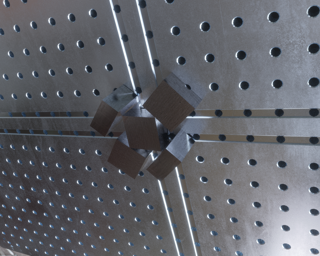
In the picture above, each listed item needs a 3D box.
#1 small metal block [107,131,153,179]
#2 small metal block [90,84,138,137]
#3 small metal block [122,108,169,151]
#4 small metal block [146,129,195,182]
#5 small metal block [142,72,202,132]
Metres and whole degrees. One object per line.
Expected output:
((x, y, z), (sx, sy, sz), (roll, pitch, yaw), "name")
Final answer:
((-0.044, 0.040, 0.460), (0.050, 0.025, 0.050), (33, 128, 6), "small metal block")
((-0.061, -0.023, 0.413), (0.025, 0.050, 0.050), (37, 130, 2), "small metal block")
((-0.019, 0.002, 0.422), (0.050, 0.025, 0.050), (4, 119, 27), "small metal block")
((0.015, 0.036, 0.410), (0.025, 0.050, 0.050), (41, 129, 1), "small metal block")
((0.014, -0.031, 0.385), (0.050, 0.025, 0.050), (42, 130, -1), "small metal block")
